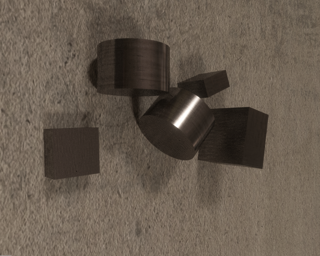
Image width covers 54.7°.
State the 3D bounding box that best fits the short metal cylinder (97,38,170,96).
[{"bbox_3d":[-0.029,-0.064,0.346,0.081,0.080,0.050,0,90,-40],"label":"short metal cylinder"}]

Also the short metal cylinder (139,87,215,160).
[{"bbox_3d":[0.021,-0.004,0.389,0.050,0.080,0.080,-53,121,-27],"label":"short metal cylinder"}]

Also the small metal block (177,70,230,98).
[{"bbox_3d":[0.062,-0.061,0.443,0.050,0.050,0.025,-28,108,-37],"label":"small metal block"}]

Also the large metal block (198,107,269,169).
[{"bbox_3d":[0.108,0.015,0.462,0.050,0.080,0.080,15,81,-40],"label":"large metal block"}]

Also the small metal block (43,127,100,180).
[{"bbox_3d":[-0.093,0.025,0.328,0.050,0.025,0.050,-3,92,-40],"label":"small metal block"}]
